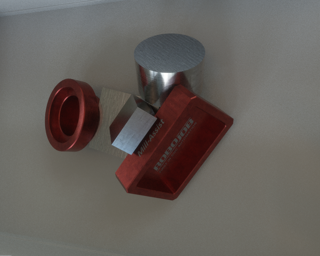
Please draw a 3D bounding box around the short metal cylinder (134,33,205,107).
[{"bbox_3d":[0.012,-0.069,0.368,0.080,0.080,0.050,17,140,19],"label":"short metal cylinder"}]

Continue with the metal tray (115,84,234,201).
[{"bbox_3d":[0.019,0.023,0.366,0.129,0.090,0.030,-55,47,11],"label":"metal tray"}]

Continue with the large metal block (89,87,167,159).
[{"bbox_3d":[-0.037,-0.003,0.408,0.080,0.050,0.079,16,95,19],"label":"large metal block"}]

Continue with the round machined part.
[{"bbox_3d":[-0.114,-0.016,0.426,0.098,0.042,0.097,-6,81,42],"label":"round machined part"}]

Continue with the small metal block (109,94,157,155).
[{"bbox_3d":[-0.032,-0.006,0.351,0.025,0.050,0.050,31,103,-22],"label":"small metal block"}]
